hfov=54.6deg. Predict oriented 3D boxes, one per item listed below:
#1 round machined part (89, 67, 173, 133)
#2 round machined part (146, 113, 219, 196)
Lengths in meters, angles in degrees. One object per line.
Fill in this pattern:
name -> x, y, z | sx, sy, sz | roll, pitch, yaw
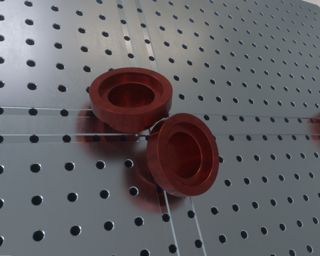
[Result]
round machined part -> -0.035, -0.032, 0.381 | 0.099, 0.042, 0.098 | 2, 41, -1
round machined part -> 0.023, 0.034, 0.376 | 0.099, 0.042, 0.098 | 12, 69, -36
